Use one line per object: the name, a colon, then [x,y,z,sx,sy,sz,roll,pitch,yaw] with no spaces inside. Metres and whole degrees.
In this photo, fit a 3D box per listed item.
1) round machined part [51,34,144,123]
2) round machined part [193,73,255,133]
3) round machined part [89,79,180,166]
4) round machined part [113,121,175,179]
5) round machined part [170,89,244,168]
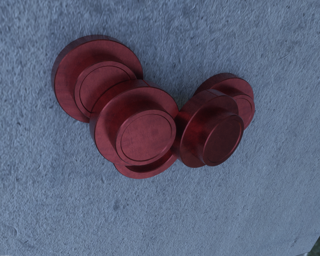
round machined part: [-0.063,-0.047,0.334,0.099,0.042,0.097,-14,125,-21]
round machined part: [0.093,-0.024,0.434,0.099,0.042,0.097,-14,125,-21]
round machined part: [-0.022,0.001,0.332,0.099,0.042,0.097,-14,125,-21]
round machined part: [-0.020,0.014,0.396,0.099,0.042,0.097,-14,125,-21]
round machined part: [0.062,0.007,0.369,0.099,0.042,0.097,-24,131,-31]
